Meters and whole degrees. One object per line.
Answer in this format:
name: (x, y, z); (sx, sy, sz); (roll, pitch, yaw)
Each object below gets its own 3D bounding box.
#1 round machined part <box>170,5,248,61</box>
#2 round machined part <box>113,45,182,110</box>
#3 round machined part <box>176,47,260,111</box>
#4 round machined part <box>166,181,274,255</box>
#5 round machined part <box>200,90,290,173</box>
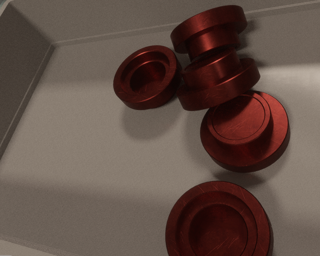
round machined part: (0.067, -0.116, 0.405); (0.098, 0.098, 0.042); (-18, 88, 17)
round machined part: (-0.013, -0.067, 0.441); (0.098, 0.042, 0.098); (-13, 56, 20)
round machined part: (0.063, -0.062, 0.368); (0.098, 0.042, 0.098); (-24, 17, 8)
round machined part: (0.059, 0.104, 0.299); (0.098, 0.042, 0.098); (-13, 56, 20)
round machined part: (0.092, -0.003, 0.348); (0.098, 0.042, 0.098); (-13, 56, 20)
